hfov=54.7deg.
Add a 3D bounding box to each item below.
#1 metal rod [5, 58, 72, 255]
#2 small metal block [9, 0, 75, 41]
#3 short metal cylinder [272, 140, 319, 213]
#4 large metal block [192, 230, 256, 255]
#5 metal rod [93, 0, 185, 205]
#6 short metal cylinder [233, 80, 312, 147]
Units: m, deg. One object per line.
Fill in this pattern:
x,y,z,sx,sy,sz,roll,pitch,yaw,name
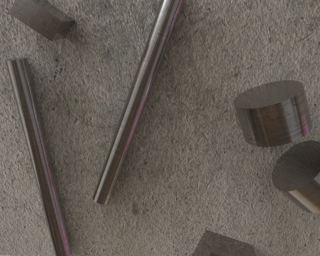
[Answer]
-0.162,0.055,0.428,0.025,0.025,0.298,-5,110,1,metal rod
-0.131,-0.125,0.349,0.050,0.050,0.025,33,107,-12,small metal block
0.197,0.063,0.406,0.050,0.080,0.080,39,105,-13,short metal cylinder
0.094,0.216,0.477,0.080,0.050,0.079,20,109,-8,large metal block
-0.032,-0.029,0.398,0.025,0.025,0.298,19,109,-7,metal rod
0.136,-0.019,0.375,0.080,0.080,0.050,-19,109,7,short metal cylinder
